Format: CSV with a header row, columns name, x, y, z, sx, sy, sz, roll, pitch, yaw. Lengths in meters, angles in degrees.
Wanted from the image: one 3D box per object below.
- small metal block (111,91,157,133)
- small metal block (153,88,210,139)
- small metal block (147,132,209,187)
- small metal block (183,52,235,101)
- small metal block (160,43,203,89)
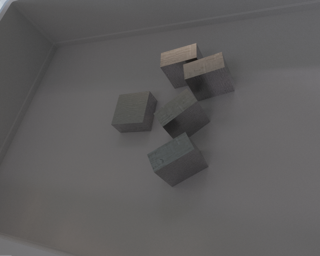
name,x,y,z,sx,sy,sz,roll,pitch,yaw
small metal block,-0.036,-0.022,0.438,0.050,0.025,0.050,-3,60,26
small metal block,0.028,-0.013,0.383,0.050,0.050,0.025,-37,51,3
small metal block,0.021,0.038,0.355,0.050,0.050,0.025,-31,52,8
small metal block,0.063,-0.064,0.396,0.050,0.050,0.025,-15,56,20
small metal block,0.034,-0.083,0.423,0.050,0.050,0.025,-11,57,22
